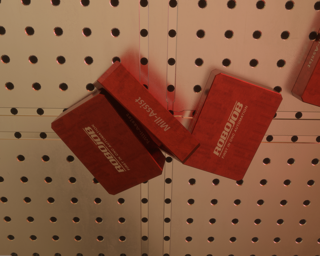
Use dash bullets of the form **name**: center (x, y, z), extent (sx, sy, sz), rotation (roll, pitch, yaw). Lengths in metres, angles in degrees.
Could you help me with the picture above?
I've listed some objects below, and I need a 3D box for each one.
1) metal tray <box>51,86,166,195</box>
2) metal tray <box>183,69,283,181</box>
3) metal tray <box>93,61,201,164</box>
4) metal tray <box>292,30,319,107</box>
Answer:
- **metal tray**: center (-0.064, 0.020, 0.405), extent (0.090, 0.030, 0.130), rotation (-27, 111, 23)
- **metal tray**: center (0.090, -0.002, 0.411), extent (0.090, 0.030, 0.129), rotation (18, 109, -7)
- **metal tray**: center (-0.019, -0.018, 0.369), extent (0.130, 0.090, 0.030), rotation (44, 83, -15)
- **metal tray**: center (0.234, -0.085, 0.381), extent (0.090, 0.030, 0.129), rotation (15, 109, -6)
